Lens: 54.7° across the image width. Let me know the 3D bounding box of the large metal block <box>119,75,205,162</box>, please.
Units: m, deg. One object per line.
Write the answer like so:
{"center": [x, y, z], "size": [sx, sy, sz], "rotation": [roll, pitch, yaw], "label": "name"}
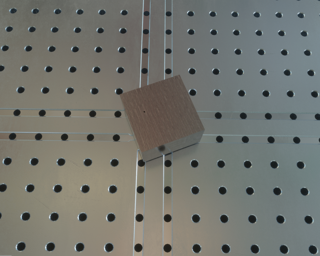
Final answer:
{"center": [0.002, -0.011, 0.400], "size": [0.081, 0.050, 0.080], "rotation": [-20, 71, -7], "label": "large metal block"}
